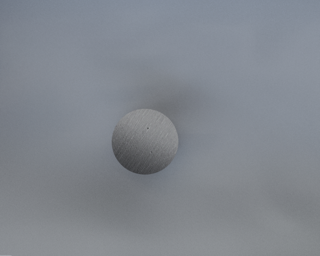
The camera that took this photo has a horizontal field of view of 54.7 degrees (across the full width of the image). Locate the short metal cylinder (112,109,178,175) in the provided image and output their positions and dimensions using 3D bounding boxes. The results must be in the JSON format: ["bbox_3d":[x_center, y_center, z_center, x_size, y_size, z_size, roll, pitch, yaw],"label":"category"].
[{"bbox_3d":[-0.018,0.016,0.399,0.081,0.050,0.079,0,90,-1],"label":"short metal cylinder"}]
